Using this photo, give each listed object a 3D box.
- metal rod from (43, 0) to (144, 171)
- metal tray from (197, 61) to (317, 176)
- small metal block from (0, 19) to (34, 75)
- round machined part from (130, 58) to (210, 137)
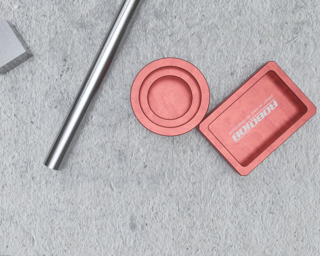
[{"bbox_3d":[-0.076,-0.084,0.409,0.025,0.025,0.299,26,90,0],"label":"metal rod"},{"bbox_3d":[0.124,-0.012,0.408,0.130,0.030,0.090,-42,91,0],"label":"metal tray"},{"bbox_3d":[-0.206,-0.106,0.408,0.050,0.025,0.050,-33,90,0],"label":"small metal block"},{"bbox_3d":[0.012,-0.038,0.402,0.099,0.042,0.097,0,90,0],"label":"round machined part"}]
